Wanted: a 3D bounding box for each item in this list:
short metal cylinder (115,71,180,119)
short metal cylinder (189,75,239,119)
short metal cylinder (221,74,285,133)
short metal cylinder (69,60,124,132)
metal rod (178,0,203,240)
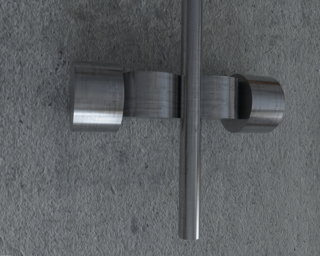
[{"bbox_3d":[-0.014,-0.037,0.376,0.081,0.080,0.050,1,90,-20],"label":"short metal cylinder"},{"bbox_3d":[0.062,-0.037,0.403,0.081,0.080,0.050,1,90,-20],"label":"short metal cylinder"},{"bbox_3d":[0.123,-0.033,0.427,0.050,0.080,0.080,1,90,-20],"label":"short metal cylinder"},{"bbox_3d":[-0.075,-0.035,0.354,0.050,0.080,0.080,1,90,-20],"label":"short metal cylinder"},{"bbox_3d":[0.036,-0.024,0.358,0.025,0.025,0.298,1,90,-20],"label":"metal rod"}]
